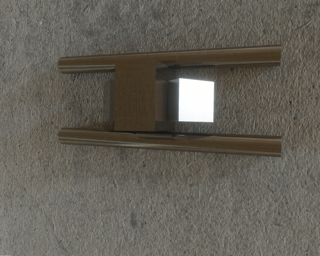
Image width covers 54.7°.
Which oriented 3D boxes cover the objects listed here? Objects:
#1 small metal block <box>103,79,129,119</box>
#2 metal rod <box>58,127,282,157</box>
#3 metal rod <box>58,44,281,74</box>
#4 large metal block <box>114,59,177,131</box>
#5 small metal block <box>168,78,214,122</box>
[{"bbox_3d":[-0.059,-0.037,0.415,0.025,0.050,0.050,1,91,-20],"label":"small metal block"},{"bbox_3d":[-0.001,0.017,0.410,0.301,0.025,0.025,2,91,19],"label":"metal rod"},{"bbox_3d":[-0.002,-0.089,0.410,0.301,0.025,0.025,2,91,19],"label":"metal rod"},{"bbox_3d":[-0.015,-0.037,0.388,0.050,0.080,0.079,1,90,20],"label":"large metal block"},{"bbox_3d":[0.038,-0.033,0.381,0.025,0.050,0.050,1,90,61],"label":"small metal block"}]
